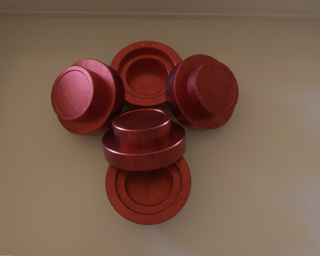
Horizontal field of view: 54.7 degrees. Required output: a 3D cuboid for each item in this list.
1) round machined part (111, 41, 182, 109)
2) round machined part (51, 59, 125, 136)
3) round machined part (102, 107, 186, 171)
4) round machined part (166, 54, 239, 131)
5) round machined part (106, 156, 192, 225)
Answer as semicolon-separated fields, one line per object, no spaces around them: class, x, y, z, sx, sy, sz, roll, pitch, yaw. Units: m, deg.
round machined part;-0.017;-0.066;0.422;0.099;0.042;0.098;0;70;0
round machined part;-0.097;-0.040;0.390;0.098;0.042;0.097;-4;82;27
round machined part;-0.019;0.007;0.366;0.099;0.098;0.042;-6;115;-2
round machined part;0.060;-0.047;0.392;0.099;0.042;0.097;5;81;-30
round machined part;-0.013;0.067;0.374;0.099;0.042;0.098;0;70;0
